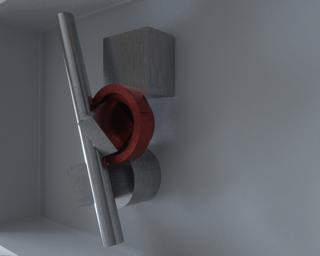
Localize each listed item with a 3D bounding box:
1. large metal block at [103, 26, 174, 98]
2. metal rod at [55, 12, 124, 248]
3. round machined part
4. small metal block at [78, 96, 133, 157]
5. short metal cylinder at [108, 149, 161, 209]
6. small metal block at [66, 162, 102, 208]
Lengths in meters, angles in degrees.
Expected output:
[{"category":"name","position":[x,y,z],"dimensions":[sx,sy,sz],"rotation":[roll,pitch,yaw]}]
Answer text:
[{"category":"large metal block","position":[-0.029,-0.080,0.409],"dimensions":[0.080,0.050,0.079],"rotation":[0,90,39]},{"category":"metal rod","position":[-0.091,-0.008,0.387],"dimensions":[0.025,0.025,0.299],"rotation":[-24,75,37]},{"category":"round machined part","position":[-0.045,-0.005,0.391],"dimensions":[0.098,0.042,0.097],"rotation":[0,90,39]},{"category":"small metal block","position":[-0.063,-0.002,0.375],"dimensions":[0.025,0.050,0.050],"rotation":[-22,111,34]},{"category":"short metal cylinder","position":[-0.046,0.066,0.425],"dimensions":[0.080,0.050,0.079],"rotation":[0,90,39]},{"category":"small metal block","position":[-0.093,0.073,0.395],"dimensions":[0.025,0.050,0.050],"rotation":[-15,78,5]}]
